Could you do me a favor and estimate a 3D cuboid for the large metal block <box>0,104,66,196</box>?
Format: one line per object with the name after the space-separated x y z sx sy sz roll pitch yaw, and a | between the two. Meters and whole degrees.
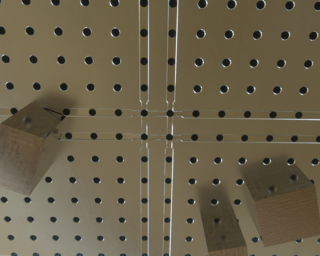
-0.165 0.024 0.392 0.050 0.080 0.080 20 109 -7 | large metal block

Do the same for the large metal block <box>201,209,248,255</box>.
0.094 0.179 0.450 0.050 0.080 0.080 -10 110 3 | large metal block

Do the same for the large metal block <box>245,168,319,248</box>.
0.175 0.114 0.443 0.080 0.050 0.080 -15 110 5 | large metal block
